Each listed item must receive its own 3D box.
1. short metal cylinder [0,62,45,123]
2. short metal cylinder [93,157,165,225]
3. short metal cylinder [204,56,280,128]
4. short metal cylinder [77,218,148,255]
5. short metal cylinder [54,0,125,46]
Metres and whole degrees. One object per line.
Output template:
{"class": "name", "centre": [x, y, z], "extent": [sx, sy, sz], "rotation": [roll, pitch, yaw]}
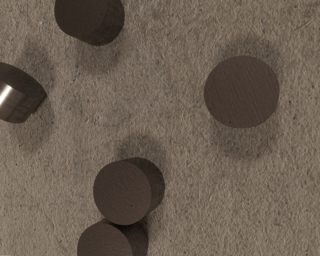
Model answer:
{"class": "short metal cylinder", "centre": [-0.220, -0.052, 0.455], "extent": [0.080, 0.080, 0.050], "rotation": [44, 104, 14]}
{"class": "short metal cylinder", "centre": [-0.040, 0.081, 0.409], "extent": [0.080, 0.050, 0.079], "rotation": [0, 90, 19]}
{"class": "short metal cylinder", "centre": [0.096, -0.039, 0.362], "extent": [0.080, 0.050, 0.079], "rotation": [0, 90, 19]}
{"class": "short metal cylinder", "centre": [-0.063, 0.161, 0.417], "extent": [0.080, 0.050, 0.079], "rotation": [0, 90, 19]}
{"class": "short metal cylinder", "centre": [-0.096, -0.159, 0.428], "extent": [0.080, 0.050, 0.079], "rotation": [0, 90, 19]}
